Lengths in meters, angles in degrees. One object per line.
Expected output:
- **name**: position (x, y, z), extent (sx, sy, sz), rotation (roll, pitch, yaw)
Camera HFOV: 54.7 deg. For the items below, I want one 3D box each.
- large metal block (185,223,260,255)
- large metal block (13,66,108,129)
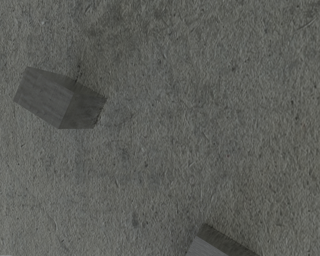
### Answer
- **large metal block**: position (0.067, 0.176, 0.372), extent (0.080, 0.050, 0.080), rotation (28, 99, 17)
- **large metal block**: position (-0.134, -0.039, 0.427), extent (0.080, 0.080, 0.050), rotation (29, 100, 17)
